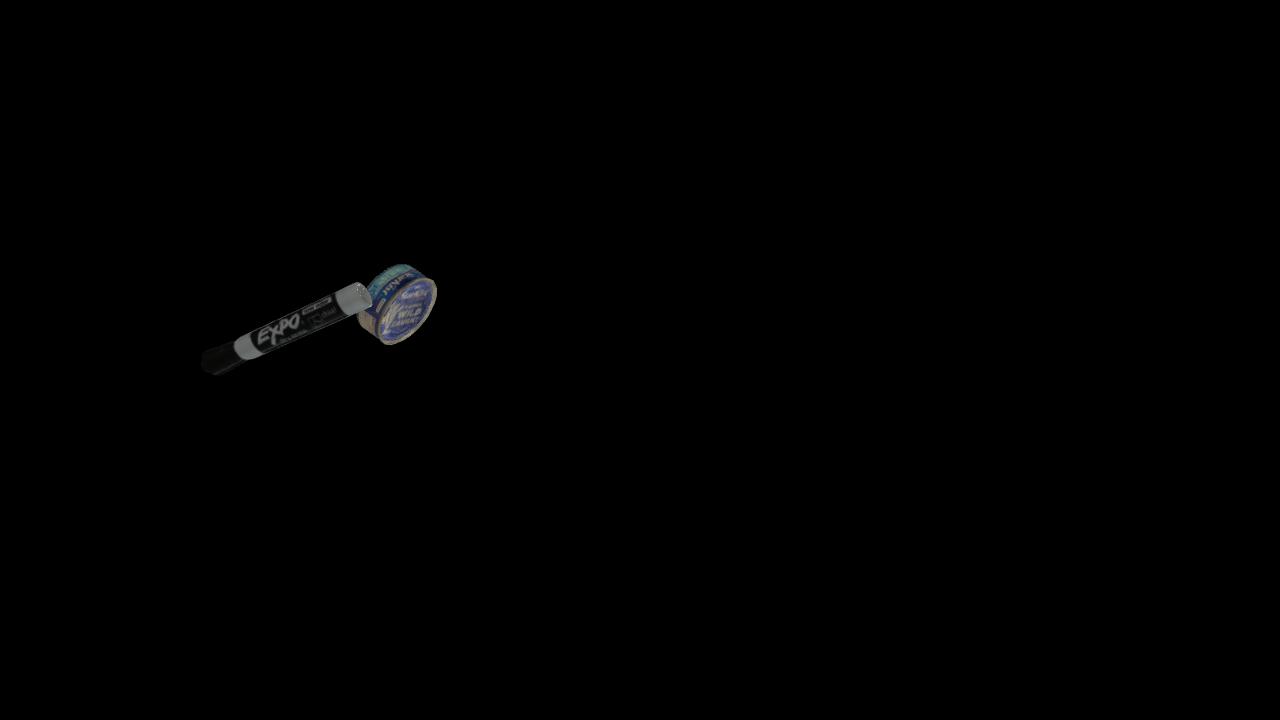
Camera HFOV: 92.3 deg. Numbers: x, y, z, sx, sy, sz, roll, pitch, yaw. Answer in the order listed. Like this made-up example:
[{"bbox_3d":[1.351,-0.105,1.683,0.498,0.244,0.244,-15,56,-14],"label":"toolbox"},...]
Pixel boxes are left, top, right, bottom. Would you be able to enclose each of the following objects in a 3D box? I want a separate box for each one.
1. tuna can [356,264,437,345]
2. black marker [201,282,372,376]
[{"bbox_3d":[-0.257,-0.060,0.654,0.034,0.084,0.084,34,5,8],"label":"tuna can"},{"bbox_3d":[-0.240,-0.020,0.415,0.121,0.020,0.020,-24,-1,3],"label":"black marker"}]
